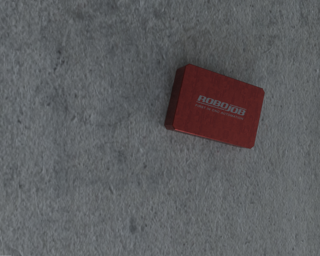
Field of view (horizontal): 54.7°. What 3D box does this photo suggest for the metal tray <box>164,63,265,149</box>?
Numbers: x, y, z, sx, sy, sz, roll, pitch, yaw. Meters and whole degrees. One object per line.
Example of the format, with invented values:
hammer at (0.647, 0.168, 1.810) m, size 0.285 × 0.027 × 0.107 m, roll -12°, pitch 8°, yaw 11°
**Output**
metal tray at (0.079, -0.028, 0.437) m, size 0.131 × 0.030 × 0.090 m, roll 14°, pitch 85°, yaw -20°
